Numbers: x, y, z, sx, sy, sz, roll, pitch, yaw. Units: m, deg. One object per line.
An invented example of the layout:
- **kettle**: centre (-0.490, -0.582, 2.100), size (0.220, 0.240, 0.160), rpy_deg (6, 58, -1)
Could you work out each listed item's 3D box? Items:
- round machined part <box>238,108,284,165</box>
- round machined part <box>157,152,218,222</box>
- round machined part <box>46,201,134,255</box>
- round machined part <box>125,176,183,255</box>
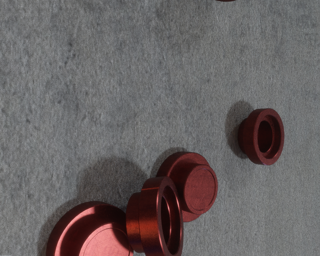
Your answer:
- **round machined part**: centre (0.174, 0.015, 0.543), size (0.099, 0.042, 0.097), rpy_deg (0, 90, -40)
- **round machined part**: centre (0.043, 0.083, 0.433), size (0.099, 0.042, 0.097), rpy_deg (0, 90, -40)
- **round machined part**: centre (-0.068, 0.133, 0.339), size (0.099, 0.042, 0.097), rpy_deg (0, 90, -40)
- **round machined part**: centre (-0.007, 0.107, 0.357), size (0.098, 0.042, 0.097), rpy_deg (-10, 90, -73)
